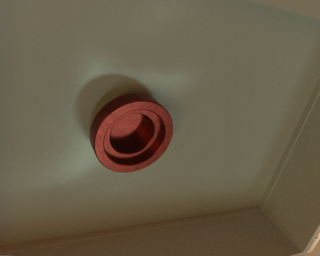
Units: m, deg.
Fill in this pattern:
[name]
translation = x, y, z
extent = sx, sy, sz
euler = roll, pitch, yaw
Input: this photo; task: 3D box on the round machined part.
[round machined part]
translation = -0.037, 0.002, 0.378
extent = 0.099, 0.042, 0.097
euler = -14, 124, -21
